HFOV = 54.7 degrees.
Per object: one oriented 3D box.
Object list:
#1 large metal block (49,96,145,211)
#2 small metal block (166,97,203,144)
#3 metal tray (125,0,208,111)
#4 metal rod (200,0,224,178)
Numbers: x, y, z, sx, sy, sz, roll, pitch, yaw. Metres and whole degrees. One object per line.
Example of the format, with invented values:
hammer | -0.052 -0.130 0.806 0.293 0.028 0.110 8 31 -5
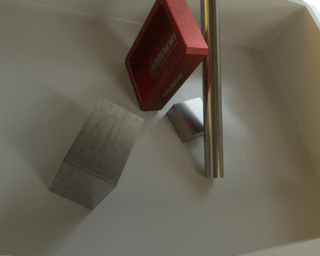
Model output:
large metal block | -0.066 0.028 0.319 0.050 0.080 0.080 29 52 -11
small metal block | 0.045 -0.012 0.439 0.050 0.025 0.050 -18 71 -35
metal tray | 0.001 -0.091 0.396 0.030 0.129 0.090 -6 65 -31
metal rod | 0.069 -0.084 0.418 0.025 0.025 0.298 1 86 -28
